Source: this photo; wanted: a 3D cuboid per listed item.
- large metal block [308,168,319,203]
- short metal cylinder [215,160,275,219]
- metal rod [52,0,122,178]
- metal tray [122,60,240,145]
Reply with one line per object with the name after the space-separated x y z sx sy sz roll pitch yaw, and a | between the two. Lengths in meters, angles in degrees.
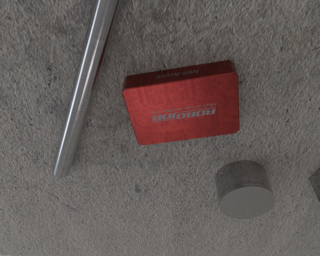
0.289 0.079 0.461 0.081 0.050 0.079 16 128 -14 | large metal block
0.128 0.095 0.473 0.081 0.050 0.079 0 130 0 | short metal cylinder
-0.092 -0.042 0.370 0.025 0.025 0.298 17 128 -14 | metal rod
0.028 -0.028 0.380 0.131 0.030 0.090 -8 130 6 | metal tray
